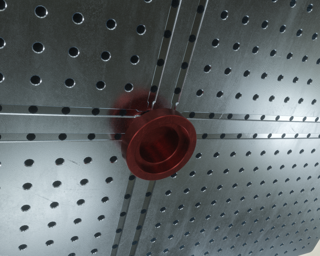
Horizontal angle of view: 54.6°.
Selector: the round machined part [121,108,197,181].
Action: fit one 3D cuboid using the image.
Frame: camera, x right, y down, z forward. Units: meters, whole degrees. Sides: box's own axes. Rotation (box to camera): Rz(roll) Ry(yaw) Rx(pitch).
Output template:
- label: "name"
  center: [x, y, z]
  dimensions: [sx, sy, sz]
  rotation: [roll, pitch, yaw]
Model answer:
- label: "round machined part"
  center: [-0.005, 0.018, 0.408]
  dimensions: [0.099, 0.042, 0.097]
  rotation: [-14, 124, -21]
